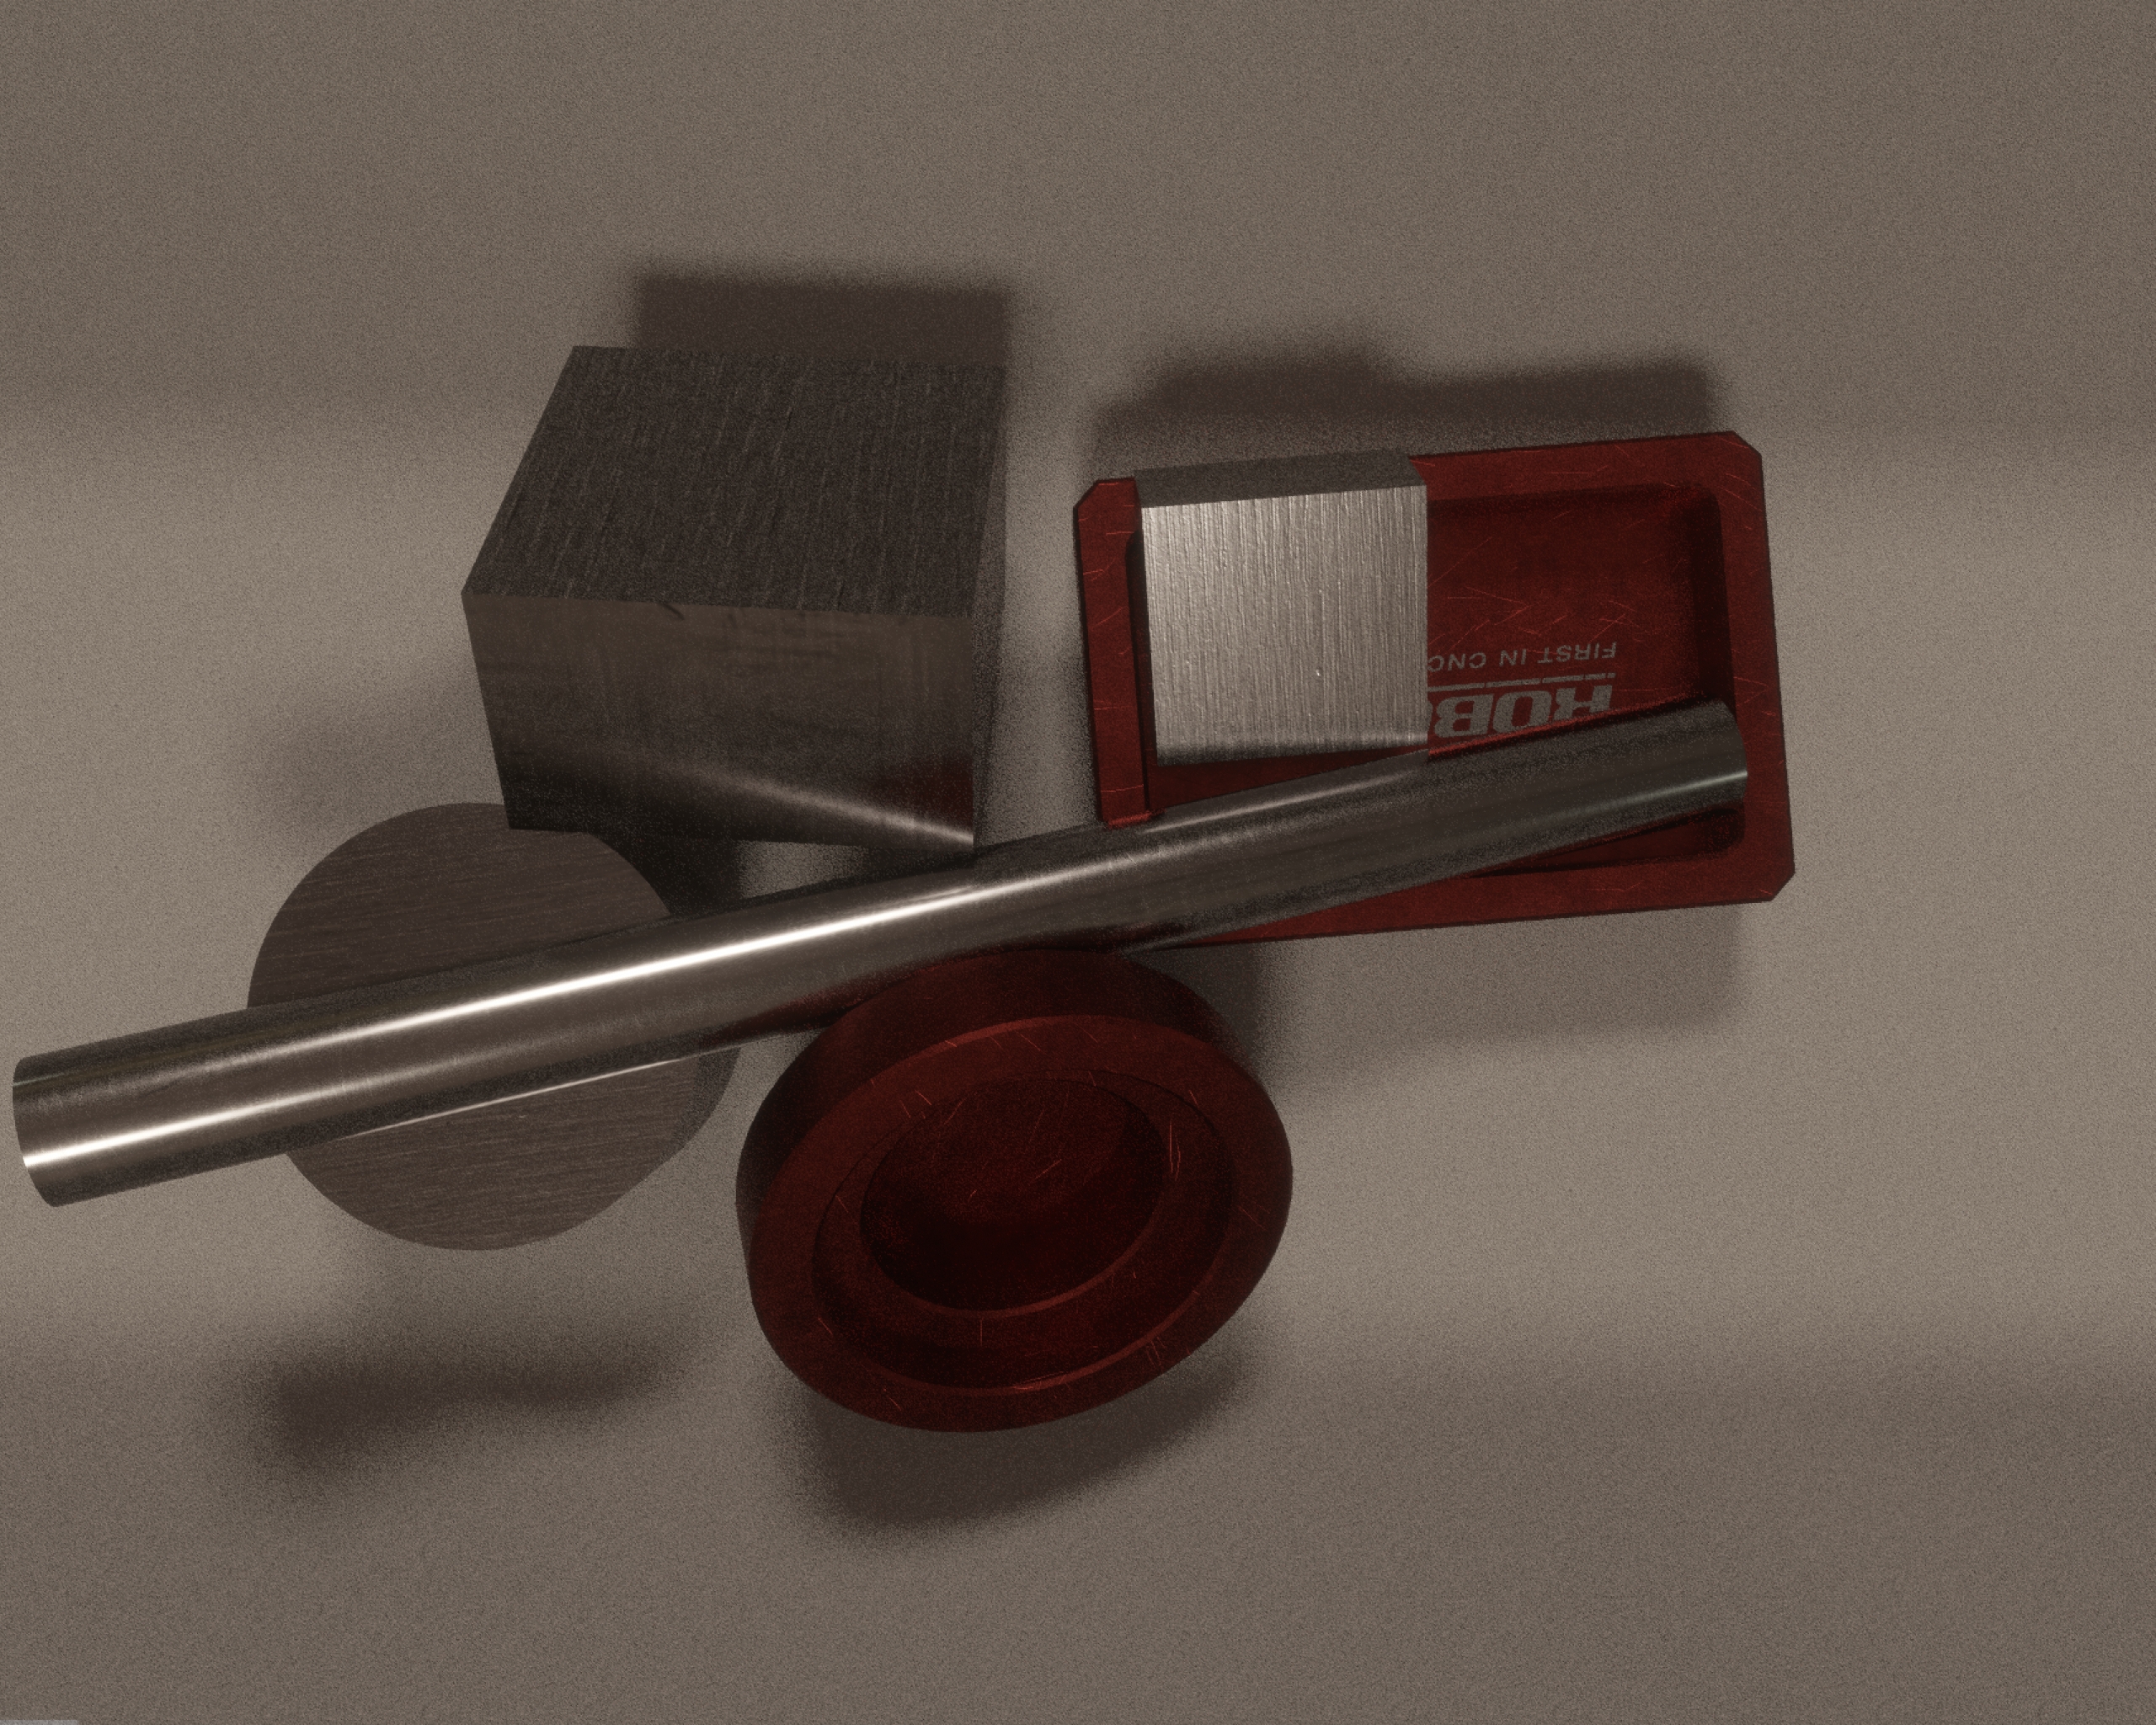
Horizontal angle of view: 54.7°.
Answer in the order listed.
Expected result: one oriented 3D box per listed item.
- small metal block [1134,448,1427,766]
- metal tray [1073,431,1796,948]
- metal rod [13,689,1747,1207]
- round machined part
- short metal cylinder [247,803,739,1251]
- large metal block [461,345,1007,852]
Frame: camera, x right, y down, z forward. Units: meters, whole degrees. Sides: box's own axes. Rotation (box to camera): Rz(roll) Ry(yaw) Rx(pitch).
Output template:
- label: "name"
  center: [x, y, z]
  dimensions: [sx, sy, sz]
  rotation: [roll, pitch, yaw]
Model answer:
- label: "small metal block"
  center: [0.038, -0.048, 0.389]
  dimensions: [0.050, 0.025, 0.050]
  rotation: [-5, 116, 0]
- label: "metal tray"
  center: [0.067, -0.032, 0.408]
  dimensions: [0.131, 0.030, 0.089]
  rotation: [-5, 90, -1]
- label: "metal rod"
  center: [-0.024, 0.011, 0.368]
  dimensions: [0.302, 0.025, 0.025]
  rotation: [-13, 90, -11]
- label: "round machined part"
  center: [-0.014, 0.056, 0.385]
  dimensions: [0.099, 0.042, 0.097]
  rotation: [-8, 124, -12]
- label: "short metal cylinder"
  center: [-0.107, 0.029, 0.395]
  dimensions: [0.081, 0.050, 0.079]
  rotation: [0, 90, -1]
- label: "large metal block"
  center: [-0.056, -0.049, 0.374]
  dimensions: [0.081, 0.080, 0.050]
  rotation: [3, 132, 0]
